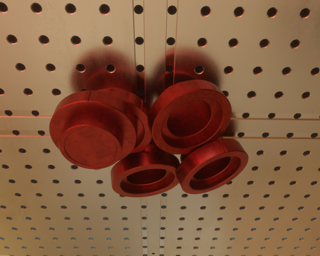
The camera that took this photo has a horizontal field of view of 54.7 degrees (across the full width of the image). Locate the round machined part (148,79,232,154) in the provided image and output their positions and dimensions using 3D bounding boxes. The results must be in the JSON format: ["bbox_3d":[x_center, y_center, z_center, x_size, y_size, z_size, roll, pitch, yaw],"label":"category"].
[{"bbox_3d":[0.032,-0.017,0.375,0.099,0.042,0.097,-11,133,-12],"label":"round machined part"}]

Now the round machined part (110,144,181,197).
[{"bbox_3d":[-0.020,0.058,0.438,0.099,0.042,0.098,-8,145,-6],"label":"round machined part"}]

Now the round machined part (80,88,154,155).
[{"bbox_3d":[-0.057,-0.010,0.391,0.099,0.042,0.097,-1,130,0],"label":"round machined part"}]

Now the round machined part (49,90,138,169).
[{"bbox_3d":[-0.075,0.009,0.351,0.099,0.042,0.097,-1,130,0],"label":"round machined part"}]

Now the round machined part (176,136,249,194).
[{"bbox_3d":[0.067,0.046,0.425,0.099,0.042,0.097,-17,143,-13],"label":"round machined part"}]
